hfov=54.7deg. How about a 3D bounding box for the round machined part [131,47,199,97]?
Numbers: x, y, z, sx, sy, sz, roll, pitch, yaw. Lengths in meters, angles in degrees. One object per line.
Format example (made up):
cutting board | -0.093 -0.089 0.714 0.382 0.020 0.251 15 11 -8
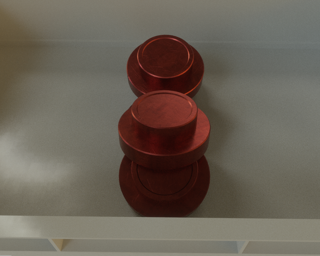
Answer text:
round machined part | 0.007 -0.086 0.450 0.099 0.042 0.098 0 34 0

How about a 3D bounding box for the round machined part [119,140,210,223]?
round machined part | 0.005 0.049 0.333 0.099 0.042 0.098 0 65 0

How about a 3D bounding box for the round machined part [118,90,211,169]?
round machined part | 0.005 -0.005 0.330 0.099 0.042 0.098 0 39 0

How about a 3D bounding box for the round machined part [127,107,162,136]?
round machined part | 0.003 -0.013 0.403 0.099 0.042 0.098 0 49 0

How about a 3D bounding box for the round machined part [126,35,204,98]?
round machined part | 0.007 -0.078 0.391 0.099 0.042 0.098 0 62 0
